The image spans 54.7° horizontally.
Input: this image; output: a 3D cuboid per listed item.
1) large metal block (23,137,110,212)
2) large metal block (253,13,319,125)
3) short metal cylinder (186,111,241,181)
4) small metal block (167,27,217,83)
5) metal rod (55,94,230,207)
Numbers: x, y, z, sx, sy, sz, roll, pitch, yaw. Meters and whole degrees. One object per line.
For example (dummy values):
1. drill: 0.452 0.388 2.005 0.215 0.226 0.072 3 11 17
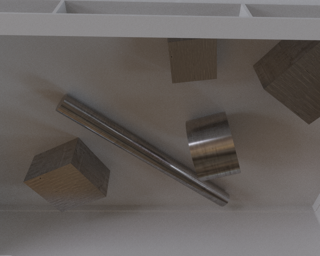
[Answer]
1. large metal block: -0.131 0.070 0.450 0.080 0.050 0.080 -22 127 17
2. large metal block: 0.166 -0.062 0.342 0.080 0.050 0.080 31 123 -24
3. short metal cylinder: 0.068 0.023 0.394 0.050 0.080 0.080 -14 129 11
4. small metal block: 0.036 -0.080 0.342 0.050 0.025 0.050 -6 130 4
5. metal rod: -0.008 0.043 0.445 0.301 0.025 0.025 33 122 -26
